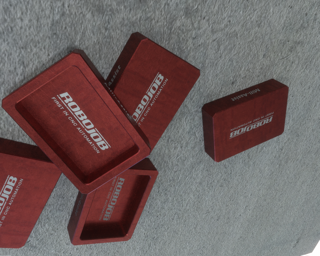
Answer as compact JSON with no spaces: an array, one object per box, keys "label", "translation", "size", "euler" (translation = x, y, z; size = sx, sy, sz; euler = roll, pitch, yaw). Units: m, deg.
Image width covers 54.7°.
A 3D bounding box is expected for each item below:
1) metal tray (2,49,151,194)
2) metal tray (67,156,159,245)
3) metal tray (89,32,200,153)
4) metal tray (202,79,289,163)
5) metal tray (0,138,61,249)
[{"label":"metal tray","translation":[-0.081,-0.004,0.323],"size":[0.090,0.030,0.130],"euler":[-33,112,4]},{"label":"metal tray","translation":[-0.066,0.101,0.429],"size":[0.091,0.030,0.129],"euler":[8,114,-32]},{"label":"metal tray","translation":[-0.022,-0.035,0.370],"size":[0.091,0.030,0.129],"euler":[22,106,-36]},{"label":"metal tray","translation":[0.129,-0.011,0.467],"size":[0.131,0.030,0.089],"euler":[-21,127,-16]},{"label":"metal tray","translation":[-0.180,0.078,0.353],"size":[0.091,0.030,0.129],"euler":[20,108,-36]}]
